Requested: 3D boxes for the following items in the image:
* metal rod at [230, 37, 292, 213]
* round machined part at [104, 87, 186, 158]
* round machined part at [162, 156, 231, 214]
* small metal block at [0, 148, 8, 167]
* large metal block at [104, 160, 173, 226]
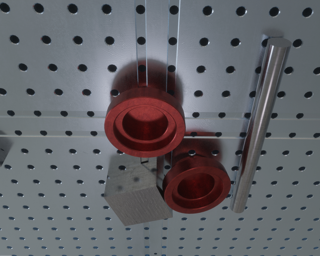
[{"bbox_3d":[0.130,0.021,0.430,0.025,0.025,0.298,-1,130,0],"label":"metal rod"},{"bbox_3d":[-0.018,-0.011,0.391,0.099,0.042,0.097,0,130,0],"label":"round machined part"},{"bbox_3d":[0.052,0.080,0.462,0.099,0.042,0.097,-6,126,-7],"label":"round machined part"},{"bbox_3d":[-0.260,0.041,0.444,0.050,0.025,0.050,-26,126,20],"label":"small metal block"},{"bbox_3d":[-0.031,0.103,0.483,0.080,0.050,0.080,-14,129,11],"label":"large metal block"}]
